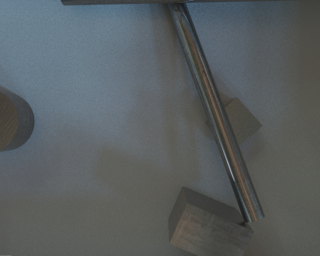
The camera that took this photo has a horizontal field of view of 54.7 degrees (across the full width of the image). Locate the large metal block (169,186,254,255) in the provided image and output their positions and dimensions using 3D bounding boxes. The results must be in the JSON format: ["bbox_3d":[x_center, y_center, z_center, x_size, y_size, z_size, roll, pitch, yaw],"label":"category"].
[{"bbox_3d":[0.058,0.120,0.384,0.080,0.080,0.050,23,93,-1],"label":"large metal block"}]

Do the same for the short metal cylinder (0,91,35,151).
[{"bbox_3d":[-0.211,-0.009,0.396,0.081,0.050,0.079,0,90,-1],"label":"short metal cylinder"}]

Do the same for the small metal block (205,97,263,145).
[{"bbox_3d":[0.097,-0.005,0.413,0.050,0.025,0.050,-42,91,-1],"label":"small metal block"}]

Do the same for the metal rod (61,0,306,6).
[{"bbox_3d":[0.026,-0.169,0.385,0.302,0.025,0.025,1,90,5],"label":"metal rod"}]

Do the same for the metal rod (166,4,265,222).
[{"bbox_3d":[0.065,-0.032,0.390,0.025,0.025,0.299,-18,81,0],"label":"metal rod"}]
